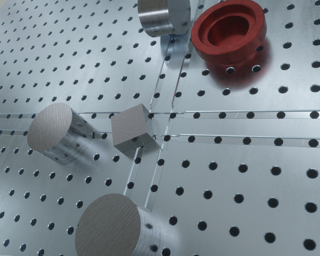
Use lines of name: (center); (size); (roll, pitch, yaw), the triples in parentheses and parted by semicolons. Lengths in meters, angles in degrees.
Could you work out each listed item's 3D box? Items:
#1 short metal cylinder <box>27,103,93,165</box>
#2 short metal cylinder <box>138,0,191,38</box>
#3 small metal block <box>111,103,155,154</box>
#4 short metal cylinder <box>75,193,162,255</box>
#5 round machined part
short metal cylinder: (-0.149, 0.009, 0.465); (0.080, 0.050, 0.080); (-13, 56, 21)
short metal cylinder: (0.009, -0.184, 0.482); (0.050, 0.080, 0.080); (3, 63, 30)
small metal block: (-0.038, 0.001, 0.428); (0.050, 0.025, 0.050); (-22, 53, 15)
short metal cylinder: (-0.045, 0.119, 0.343); (0.080, 0.050, 0.080); (-13, 56, 21)
round machined part: (0.095, -0.126, 0.425); (0.098, 0.042, 0.098); (-13, 56, 21)
